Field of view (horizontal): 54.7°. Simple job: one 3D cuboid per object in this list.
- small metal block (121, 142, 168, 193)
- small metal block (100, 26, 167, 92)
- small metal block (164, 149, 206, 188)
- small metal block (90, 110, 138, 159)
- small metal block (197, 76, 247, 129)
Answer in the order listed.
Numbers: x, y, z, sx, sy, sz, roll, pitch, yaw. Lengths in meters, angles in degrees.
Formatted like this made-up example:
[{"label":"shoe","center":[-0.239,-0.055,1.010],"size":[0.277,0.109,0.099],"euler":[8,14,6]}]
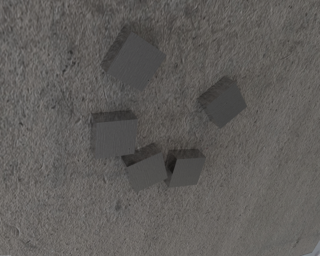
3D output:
[{"label":"small metal block","center":[-0.021,0.055,0.429],"size":[0.050,0.025,0.050],"euler":[-23,127,-15]},{"label":"small metal block","center":[-0.030,-0.076,0.344],"size":[0.050,0.025,0.050],"euler":[25,104,-37]},{"label":"small metal block","center":[0.035,0.059,0.463],"size":[0.050,0.025,0.050],"euler":[0,119,-29]},{"label":"small metal block","center":[-0.057,0.008,0.380],"size":[0.050,0.025,0.050],"euler":[-6,121,-25]},{"label":"small metal block","center":[0.087,-0.035,0.433],"size":[0.050,0.025,0.050],"euler":[-40,130,-1]}]
